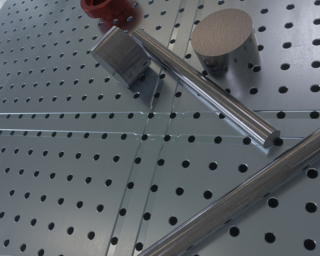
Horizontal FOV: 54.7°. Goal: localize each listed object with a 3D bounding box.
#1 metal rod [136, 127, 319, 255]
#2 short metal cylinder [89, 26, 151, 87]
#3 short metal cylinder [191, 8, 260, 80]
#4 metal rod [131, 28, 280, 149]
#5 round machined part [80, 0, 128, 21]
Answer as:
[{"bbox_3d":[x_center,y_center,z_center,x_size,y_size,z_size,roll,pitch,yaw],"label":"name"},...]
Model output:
[{"bbox_3d":[0.054,0.093,0.322,0.300,0.025,0.025,-36,51,4],"label":"metal rod"},{"bbox_3d":[-0.060,-0.107,0.470,0.050,0.080,0.080,-48,51,-5],"label":"short metal cylinder"},{"bbox_3d":[0.088,-0.111,0.415,0.080,0.050,0.080,-13,56,21],"label":"short metal cylinder"},{"bbox_3d":[0.042,-0.072,0.430,0.025,0.025,0.300,-42,51,-1],"label":"metal rod"},{"bbox_3d":[-0.103,-0.250,0.605,0.098,0.042,0.098,-13,56,21],"label":"round machined part"}]
